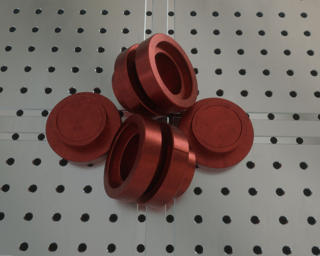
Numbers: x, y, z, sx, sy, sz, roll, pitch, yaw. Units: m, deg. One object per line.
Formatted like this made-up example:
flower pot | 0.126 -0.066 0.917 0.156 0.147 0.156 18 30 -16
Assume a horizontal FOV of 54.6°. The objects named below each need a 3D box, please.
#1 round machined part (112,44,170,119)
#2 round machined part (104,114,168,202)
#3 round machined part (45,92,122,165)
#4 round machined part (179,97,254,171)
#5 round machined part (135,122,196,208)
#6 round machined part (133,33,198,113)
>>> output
round machined part | -0.024 -0.056 0.405 0.042 0.099 0.098 -21 65 35
round machined part | -0.024 0.036 0.355 0.042 0.098 0.098 21 68 -27
round machined part | -0.100 -0.004 0.403 0.099 0.042 0.098 0 70 0
round machined part | 0.073 0.004 0.402 0.099 0.042 0.098 0 70 0
round machined part | 0.005 0.046 0.366 0.042 0.098 0.098 21 68 -26
round machined part | 0.003 -0.064 0.390 0.042 0.099 0.098 -21 65 35
